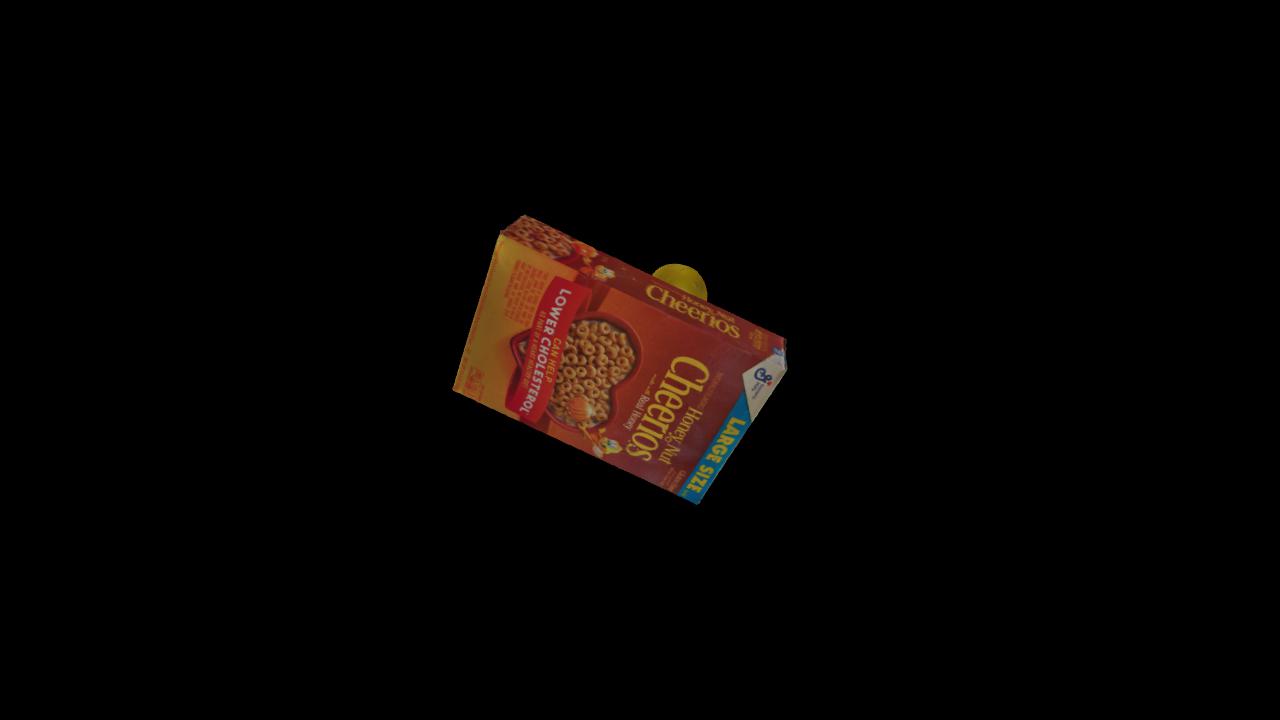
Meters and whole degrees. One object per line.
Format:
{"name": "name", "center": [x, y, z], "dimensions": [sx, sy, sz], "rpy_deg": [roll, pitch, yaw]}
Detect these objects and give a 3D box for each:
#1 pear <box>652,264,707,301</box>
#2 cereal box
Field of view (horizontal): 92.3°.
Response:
{"name": "pear", "center": [0.029, -0.069, 0.767], "dimensions": [0.111, 0.080, 0.080], "rpy_deg": [-39, 15, -20]}
{"name": "cereal box", "center": [-0.026, 0.007, 0.653], "dimensions": [0.306, 0.203, 0.081], "rpy_deg": [26, 32, -2]}
